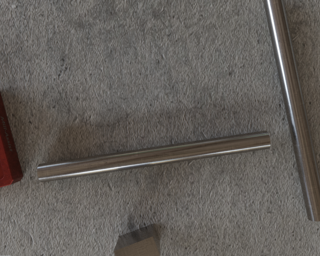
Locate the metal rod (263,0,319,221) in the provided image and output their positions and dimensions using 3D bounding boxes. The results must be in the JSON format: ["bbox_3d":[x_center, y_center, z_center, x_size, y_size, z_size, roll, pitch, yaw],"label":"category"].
[{"bbox_3d":[0.180,-0.026,0.412,0.025,0.025,0.298,-12,90,0],"label":"metal rod"}]

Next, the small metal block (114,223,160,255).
[{"bbox_3d":[-0.028,0.151,0.397,0.050,0.050,0.025,-21,90,0],"label":"small metal block"}]

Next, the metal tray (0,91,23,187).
[{"bbox_3d":[-0.244,0.019,0.404,0.091,0.030,0.129,-15,90,-1],"label":"metal tray"}]

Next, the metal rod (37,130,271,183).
[{"bbox_3d":[-0.007,0.037,0.409,0.302,0.025,0.025,-8,90,-1],"label":"metal rod"}]
